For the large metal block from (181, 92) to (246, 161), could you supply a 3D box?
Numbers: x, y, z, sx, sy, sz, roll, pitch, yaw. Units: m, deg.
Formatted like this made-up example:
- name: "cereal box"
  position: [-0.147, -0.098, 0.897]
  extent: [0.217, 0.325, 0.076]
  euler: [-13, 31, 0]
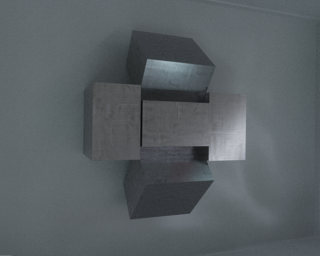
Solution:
- name: "large metal block"
  position: [0.067, -0.002, 0.405]
  extent: [0.050, 0.080, 0.080]
  euler: [1, 90, -20]

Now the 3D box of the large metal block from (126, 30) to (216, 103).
- name: "large metal block"
  position: [0.009, -0.075, 0.376]
  extent: [0.081, 0.080, 0.050]
  euler: [2, 127, -20]

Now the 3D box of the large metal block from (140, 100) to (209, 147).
- name: "large metal block"
  position: [0.005, -0.005, 0.382]
  extent: [0.081, 0.080, 0.050]
  euler: [1, 90, -20]

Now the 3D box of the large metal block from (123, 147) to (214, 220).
- name: "large metal block"
  position: [0.007, 0.066, 0.375]
  extent: [0.081, 0.079, 0.050]
  euler: [1, 48, -21]

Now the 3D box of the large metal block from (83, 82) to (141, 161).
- name: "large metal block"
  position: [-0.058, -0.007, 0.359]
  extent: [0.050, 0.080, 0.080]
  euler: [1, 90, -20]
